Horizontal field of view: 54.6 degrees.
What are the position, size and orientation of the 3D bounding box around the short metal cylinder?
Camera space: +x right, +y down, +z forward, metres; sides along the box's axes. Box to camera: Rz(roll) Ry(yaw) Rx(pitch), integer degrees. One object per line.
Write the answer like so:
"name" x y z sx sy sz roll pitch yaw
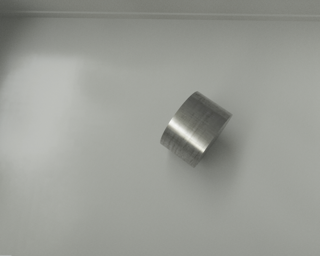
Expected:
"short metal cylinder" 0.045 0.002 0.380 0.050 0.080 0.080 36 74 12
